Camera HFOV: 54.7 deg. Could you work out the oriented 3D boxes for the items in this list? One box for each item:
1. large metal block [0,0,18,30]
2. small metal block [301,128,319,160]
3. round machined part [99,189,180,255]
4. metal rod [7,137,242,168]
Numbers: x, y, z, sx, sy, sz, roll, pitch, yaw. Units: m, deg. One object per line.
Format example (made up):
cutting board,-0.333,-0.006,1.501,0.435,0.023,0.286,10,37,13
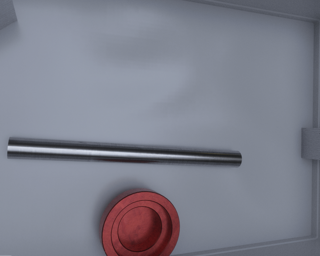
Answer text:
large metal block,-0.197,-0.121,0.308,0.080,0.080,0.050,-39,103,-16
small metal block,0.255,0.025,0.494,0.025,0.050,0.050,1,90,-20
round machined part,-0.028,0.125,0.392,0.099,0.042,0.097,0,90,-21
metal rod,-0.029,0.034,0.400,0.302,0.025,0.025,5,89,-20
